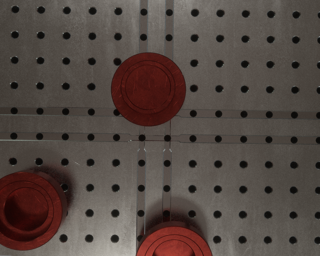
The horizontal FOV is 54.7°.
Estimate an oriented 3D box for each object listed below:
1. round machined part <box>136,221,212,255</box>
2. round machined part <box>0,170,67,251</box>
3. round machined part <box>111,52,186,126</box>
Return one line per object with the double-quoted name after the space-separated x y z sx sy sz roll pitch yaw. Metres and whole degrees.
0.017 0.170 0.405 0.099 0.042 0.097 0 90 -1 "round machined part"
-0.170 0.103 0.403 0.099 0.042 0.097 0 90 -1 "round machined part"
-0.015 -0.051 0.405 0.099 0.042 0.097 0 90 -1 "round machined part"
